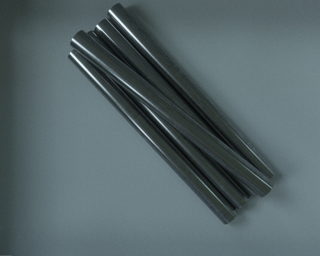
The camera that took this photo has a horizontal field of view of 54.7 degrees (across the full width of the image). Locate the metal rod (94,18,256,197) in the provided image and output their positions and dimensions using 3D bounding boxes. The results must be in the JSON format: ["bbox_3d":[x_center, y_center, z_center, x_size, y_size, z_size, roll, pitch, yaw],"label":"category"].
[{"bbox_3d":[0.025,-0.026,0.410,0.025,0.025,0.300,-43,90,0],"label":"metal rod"}]

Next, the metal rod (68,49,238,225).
[{"bbox_3d":[-0.009,0.009,0.410,0.025,0.025,0.300,-43,90,0],"label":"metal rod"}]

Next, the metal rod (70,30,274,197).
[{"bbox_3d":[0.015,-0.017,0.384,0.300,0.025,0.025,39,90,0],"label":"metal rod"}]

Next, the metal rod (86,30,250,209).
[{"bbox_3d":[0.006,-0.011,0.410,0.025,0.025,0.300,-43,90,0],"label":"metal rod"}]

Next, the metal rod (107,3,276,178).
[{"bbox_3d":[0.042,-0.046,0.410,0.025,0.025,0.300,-43,90,0],"label":"metal rod"}]
